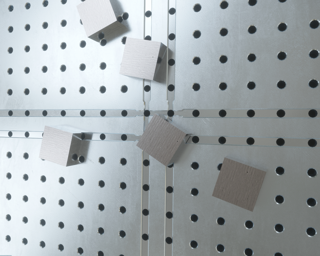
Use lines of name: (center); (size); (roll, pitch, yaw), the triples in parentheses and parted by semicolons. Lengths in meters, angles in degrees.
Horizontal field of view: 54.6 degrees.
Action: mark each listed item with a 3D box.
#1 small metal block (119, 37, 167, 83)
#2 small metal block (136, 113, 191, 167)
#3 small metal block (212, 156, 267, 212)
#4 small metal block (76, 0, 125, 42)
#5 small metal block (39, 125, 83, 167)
small metal block: (-0.023, -0.092, 0.421); (0.050, 0.025, 0.050); (14, 95, 19)
small metal block: (0.005, 0.015, 0.411); (0.050, 0.025, 0.050); (34, 101, 17)
small metal block: (0.097, 0.066, 0.378); (0.050, 0.025, 0.050); (19, 96, 19)
small metal block: (-0.085, -0.160, 0.443); (0.050, 0.025, 0.050); (-23, 83, 18)
small metal block: (-0.149, 0.026, 0.466); (0.050, 0.025, 0.050); (14, 95, 19)
